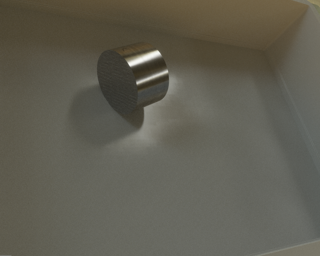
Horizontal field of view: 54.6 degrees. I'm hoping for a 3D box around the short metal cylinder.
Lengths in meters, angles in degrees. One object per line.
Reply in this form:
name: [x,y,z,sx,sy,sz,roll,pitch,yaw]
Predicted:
short metal cylinder: [-0.035,-0.063,0.390,0.050,0.080,0.080,-26,76,-37]
